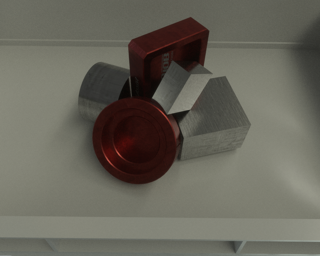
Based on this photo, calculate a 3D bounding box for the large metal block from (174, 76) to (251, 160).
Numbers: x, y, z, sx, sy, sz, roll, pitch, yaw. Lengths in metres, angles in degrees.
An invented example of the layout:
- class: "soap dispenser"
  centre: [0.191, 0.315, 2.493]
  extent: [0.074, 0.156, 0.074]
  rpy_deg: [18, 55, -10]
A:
- class: "large metal block"
  centre: [0.055, -0.014, 0.389]
  extent: [0.081, 0.050, 0.080]
  rpy_deg: [-11, 56, -10]

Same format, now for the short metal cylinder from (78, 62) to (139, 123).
- class: "short metal cylinder"
  centre: [-0.061, -0.040, 0.400]
  extent: [0.050, 0.080, 0.080]
  rpy_deg: [18, 52, 14]

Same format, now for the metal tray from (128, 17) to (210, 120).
- class: "metal tray"
  centre: [0.010, -0.062, 0.387]
  extent: [0.091, 0.129, 0.030]
  rpy_deg: [-28, 57, -22]

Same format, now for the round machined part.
- class: "round machined part"
  centre: [-0.024, 0.012, 0.358]
  extent: [0.098, 0.097, 0.042]
  rpy_deg: [16, 16, 12]

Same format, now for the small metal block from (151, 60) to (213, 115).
- class: "small metal block"
  centre: [0.024, -0.045, 0.336]
  extent: [0.025, 0.050, 0.050]
  rpy_deg: [42, 29, 21]
